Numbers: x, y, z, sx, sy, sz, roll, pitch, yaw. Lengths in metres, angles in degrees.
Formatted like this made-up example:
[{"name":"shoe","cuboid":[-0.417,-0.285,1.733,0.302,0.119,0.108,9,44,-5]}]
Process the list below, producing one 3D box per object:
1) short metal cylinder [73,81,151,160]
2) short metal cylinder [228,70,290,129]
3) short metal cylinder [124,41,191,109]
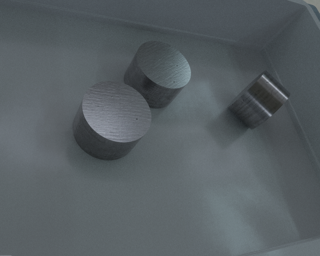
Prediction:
[{"name":"short metal cylinder","cuboid":[-0.057,-0.008,0.365,0.081,0.050,0.080,14,56,-21]},{"name":"short metal cylinder","cuboid":[0.153,-0.043,0.482,0.050,0.080,0.080,45,51,2]},{"name":"short metal cylinder","cuboid":[-0.004,-0.074,0.434,0.081,0.050,0.080,14,56,-21]}]
